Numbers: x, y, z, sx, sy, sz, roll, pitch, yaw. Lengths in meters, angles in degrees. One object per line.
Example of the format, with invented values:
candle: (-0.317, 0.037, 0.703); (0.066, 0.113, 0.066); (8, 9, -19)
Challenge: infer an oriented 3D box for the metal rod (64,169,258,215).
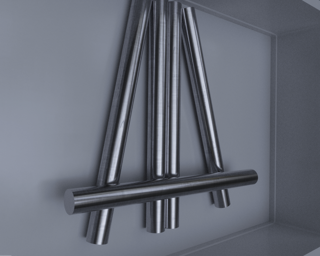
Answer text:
metal rod: (0.029, 0.074, 0.395); (0.302, 0.025, 0.025); (2, 89, -40)

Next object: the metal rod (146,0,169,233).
metal rod: (-0.004, -0.017, 0.402); (0.025, 0.025, 0.298); (1, 89, -40)

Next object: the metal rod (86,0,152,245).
metal rod: (-0.046, -0.019, 0.366); (0.025, 0.025, 0.299); (16, 80, -39)

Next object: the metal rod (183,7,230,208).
metal rod: (0.067, -0.023, 0.461); (0.025, 0.025, 0.298); (-20, 103, -38)

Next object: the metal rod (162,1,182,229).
metal rod: (0.015, -0.017, 0.418); (0.025, 0.025, 0.298); (1, 89, -40)
